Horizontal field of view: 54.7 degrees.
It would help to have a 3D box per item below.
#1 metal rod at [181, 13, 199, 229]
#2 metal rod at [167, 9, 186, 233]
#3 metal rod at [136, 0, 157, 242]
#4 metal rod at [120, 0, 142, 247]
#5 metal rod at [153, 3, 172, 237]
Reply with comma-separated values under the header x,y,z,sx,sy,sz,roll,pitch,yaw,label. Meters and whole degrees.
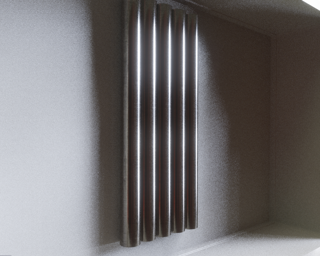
x,y,z,sx,sy,sz,roll,pitch,yaw,label
0.042,-0.009,0.440,0.025,0.025,0.298,0,90,-40,metal rod
0.022,-0.010,0.423,0.025,0.025,0.298,0,90,-40,metal rod
-0.017,-0.010,0.390,0.025,0.025,0.298,0,90,-40,metal rod
-0.035,-0.009,0.375,0.025,0.025,0.298,0,90,-40,metal rod
0.003,-0.010,0.407,0.025,0.025,0.298,0,90,-40,metal rod
